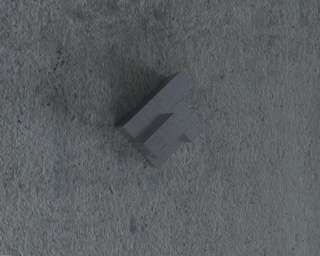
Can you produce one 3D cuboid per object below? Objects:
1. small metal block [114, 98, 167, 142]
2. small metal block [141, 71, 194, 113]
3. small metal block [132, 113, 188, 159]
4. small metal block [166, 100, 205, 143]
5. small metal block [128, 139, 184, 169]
[{"bbox_3d":[-0.026,-0.010,0.388,0.050,0.050,0.025,-45,105,-15],"label":"small metal block"},{"bbox_3d":[0.008,-0.044,0.401,0.050,0.050,0.025,-45,105,-15],"label":"small metal block"},{"bbox_3d":[-0.001,0.009,0.371,0.050,0.050,0.025,-45,105,-15],"label":"small metal block"},{"bbox_3d":[0.024,-0.008,0.407,0.025,0.050,0.050,-45,105,-14],"label":"small metal block"},{"bbox_3d":[-0.006,0.018,0.409,0.050,0.025,0.050,-44,104,-15],"label":"small metal block"}]
